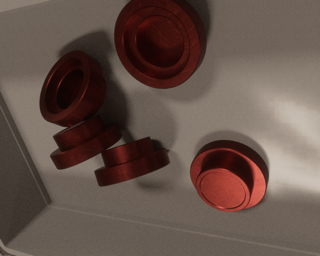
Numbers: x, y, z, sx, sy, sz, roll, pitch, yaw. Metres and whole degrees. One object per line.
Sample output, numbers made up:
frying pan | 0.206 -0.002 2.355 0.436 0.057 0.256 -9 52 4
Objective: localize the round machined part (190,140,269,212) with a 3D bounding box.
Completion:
round machined part | 0.084 0.067 0.394 0.098 0.042 0.097 13 124 20

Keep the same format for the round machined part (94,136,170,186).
round machined part | -0.039 0.041 0.410 0.098 0.099 0.042 -18 89 35

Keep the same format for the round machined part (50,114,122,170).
round machined part | -0.105 0.014 0.424 0.098 0.099 0.042 -18 103 35

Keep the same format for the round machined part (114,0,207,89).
round machined part | 0.004 -0.095 0.336 0.098 0.042 0.097 13 124 20

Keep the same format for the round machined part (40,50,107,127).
round machined part | -0.108 -0.047 0.401 0.098 0.098 0.042 -15 154 33
